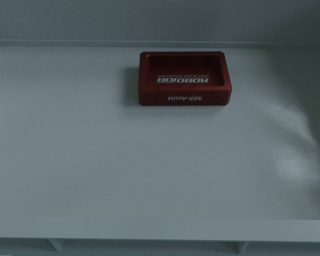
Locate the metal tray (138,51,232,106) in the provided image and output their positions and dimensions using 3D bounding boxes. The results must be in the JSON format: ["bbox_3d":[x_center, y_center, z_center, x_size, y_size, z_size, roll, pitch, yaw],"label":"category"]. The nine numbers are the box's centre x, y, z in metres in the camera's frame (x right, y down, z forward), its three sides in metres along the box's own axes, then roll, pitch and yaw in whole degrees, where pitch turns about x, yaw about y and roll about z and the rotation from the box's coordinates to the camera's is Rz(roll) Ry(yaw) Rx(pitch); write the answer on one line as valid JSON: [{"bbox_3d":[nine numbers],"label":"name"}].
[{"bbox_3d":[0.035,-0.076,0.465,0.131,0.030,0.090,0,50,-1],"label":"metal tray"}]
